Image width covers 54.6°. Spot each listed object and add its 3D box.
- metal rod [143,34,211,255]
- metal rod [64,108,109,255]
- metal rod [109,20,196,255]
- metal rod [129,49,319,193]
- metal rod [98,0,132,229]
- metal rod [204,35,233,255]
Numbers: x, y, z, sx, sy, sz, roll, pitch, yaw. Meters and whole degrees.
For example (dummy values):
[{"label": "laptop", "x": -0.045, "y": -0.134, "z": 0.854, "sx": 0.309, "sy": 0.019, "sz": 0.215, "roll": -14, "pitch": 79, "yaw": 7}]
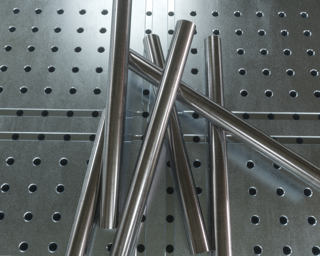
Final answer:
[{"label": "metal rod", "x": 0.017, "y": 0.006, "z": 0.409, "sx": 0.025, "sy": 0.025, "sz": 0.299, "roll": -11, "pitch": 70, "yaw": -4}, {"label": "metal rod", "x": -0.091, "y": 0.117, "z": 0.368, "sx": 0.025, "sy": 0.025, "sz": 0.299, "roll": 9, "pitch": 70, "yaw": 3}, {"label": "metal rod", "x": -0.008, "y": 0.014, "z": 0.370, "sx": 0.025, "sy": 0.025, "sz": 0.299, "roll": 15, "pitch": 84, "yaw": 5}, {"label": "metal rod", "x": 0.074, "y": -0.015, "z": 0.390, "sx": 0.300, "sy": 0.025, "sz": 0.025, "roll": 34, "pitch": 74, "yaw": 11}, {"label": "metal rod", "x": -0.054, "y": -0.031, "z": 0.386, "sx": 0.025, "sy": 0.025, "sz": 0.299, "roll": 2, "pitch": 84, "yaw": 1}, {"label": "metal rod", "x": 0.075, "y": 0.011, "z": 0.408, "sx": 0.025, "sy": 0.025, "sz": 0.299, "roll": 1, "pitch": 70, "yaw": 0}]
